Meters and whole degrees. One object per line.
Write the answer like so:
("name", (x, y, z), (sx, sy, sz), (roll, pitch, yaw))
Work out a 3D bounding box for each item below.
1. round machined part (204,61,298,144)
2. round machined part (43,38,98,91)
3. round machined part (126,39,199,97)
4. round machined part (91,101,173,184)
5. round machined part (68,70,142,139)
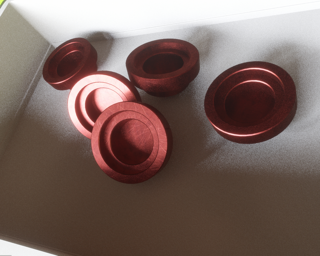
("round machined part", (0.104, -0.025, 0.355), (0.098, 0.042, 0.098), (-13, 56, 20))
("round machined part", (-0.149, -0.105, 0.535), (0.098, 0.042, 0.098), (-13, 56, 20))
("round machined part", (0.006, -0.079, 0.426), (0.099, 0.042, 0.098), (-5, 45, 5))
("round machined part", (-0.031, 0.016, 0.381), (0.098, 0.042, 0.097), (1, 94, 18))
("round machined part", (-0.072, -0.031, 0.427), (0.098, 0.098, 0.042), (-19, 17, 17))
